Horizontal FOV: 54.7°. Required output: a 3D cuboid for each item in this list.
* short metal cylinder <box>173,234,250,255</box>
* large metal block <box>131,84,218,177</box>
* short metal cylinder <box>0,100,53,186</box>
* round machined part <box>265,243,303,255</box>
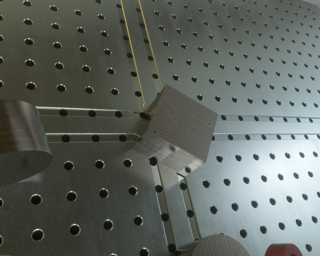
[{"bbox_3d":[0.054,0.158,0.325,0.081,0.050,0.080,13,56,-21],"label":"short metal cylinder"},{"bbox_3d":[0.021,0.004,0.401,0.080,0.050,0.080,29,52,-10],"label":"large metal block"},{"bbox_3d":[-0.146,0.017,0.284,0.081,0.080,0.050,-11,68,-33],"label":"short metal cylinder"},{"bbox_3d":[0.132,0.179,0.342,0.098,0.042,0.098,24,58,-46],"label":"round machined part"}]
